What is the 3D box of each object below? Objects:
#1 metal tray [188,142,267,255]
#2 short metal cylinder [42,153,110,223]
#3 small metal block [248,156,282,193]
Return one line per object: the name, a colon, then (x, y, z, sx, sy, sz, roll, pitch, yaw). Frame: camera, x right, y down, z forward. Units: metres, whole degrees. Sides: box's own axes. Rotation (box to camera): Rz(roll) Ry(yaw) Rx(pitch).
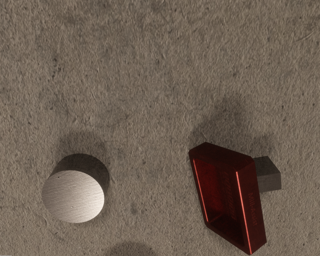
metal tray: (0.088, 0.090, 0.408, 0.030, 0.090, 0.129, -25, 112, -26)
short metal cylinder: (-0.113, 0.082, 0.425, 0.081, 0.050, 0.079, 0, 110, -1)
small metal block: (0.131, 0.064, 0.422, 0.050, 0.050, 0.025, -10, 110, 3)
